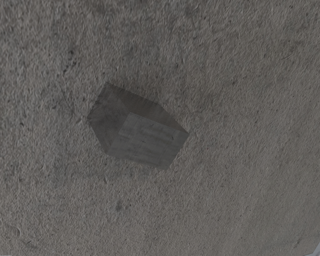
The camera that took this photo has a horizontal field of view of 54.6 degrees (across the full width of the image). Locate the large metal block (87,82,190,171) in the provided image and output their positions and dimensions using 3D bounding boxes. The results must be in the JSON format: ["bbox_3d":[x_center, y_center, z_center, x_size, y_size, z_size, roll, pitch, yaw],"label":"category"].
[{"bbox_3d":[-0.027,-0.002,0.354,0.080,0.080,0.050,20,108,-36],"label":"large metal block"}]
